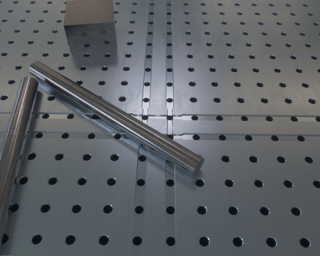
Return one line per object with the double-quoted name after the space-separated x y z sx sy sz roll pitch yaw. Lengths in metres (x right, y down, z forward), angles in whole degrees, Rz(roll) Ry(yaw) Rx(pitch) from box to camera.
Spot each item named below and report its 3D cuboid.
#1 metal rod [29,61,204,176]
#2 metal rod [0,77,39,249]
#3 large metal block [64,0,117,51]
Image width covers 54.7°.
-0.074 -0.023 0.426 0.300 0.025 0.025 30 56 23 "metal rod"
-0.180 0.047 0.366 0.025 0.025 0.300 -4 50 -4 "metal rod"
-0.120 -0.183 0.544 0.081 0.050 0.080 -6 50 -5 "large metal block"
